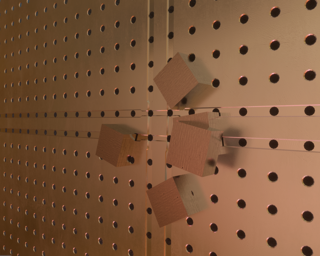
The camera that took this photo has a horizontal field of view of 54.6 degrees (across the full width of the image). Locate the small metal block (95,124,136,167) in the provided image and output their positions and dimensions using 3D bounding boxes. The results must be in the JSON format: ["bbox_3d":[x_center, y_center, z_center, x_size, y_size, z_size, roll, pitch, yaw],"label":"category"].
[{"bbox_3d":[-0.067,0.025,0.466,0.050,0.025,0.050,23,104,38],"label":"small metal block"}]

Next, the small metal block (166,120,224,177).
[{"bbox_3d":[0.038,0.021,0.346,0.050,0.025,0.050,17,101,38],"label":"small metal block"}]

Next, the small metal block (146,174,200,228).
[{"bbox_3d":[0.016,0.094,0.398,0.050,0.025,0.050,-35,69,34],"label":"small metal block"}]

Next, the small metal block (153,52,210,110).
[{"bbox_3d":[0.026,-0.058,0.389,0.050,0.025,0.050,-44,64,31],"label":"small metal block"}]

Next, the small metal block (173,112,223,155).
[{"bbox_3d":[0.045,0.009,0.373,0.050,0.025,0.050,-9,84,39],"label":"small metal block"}]
